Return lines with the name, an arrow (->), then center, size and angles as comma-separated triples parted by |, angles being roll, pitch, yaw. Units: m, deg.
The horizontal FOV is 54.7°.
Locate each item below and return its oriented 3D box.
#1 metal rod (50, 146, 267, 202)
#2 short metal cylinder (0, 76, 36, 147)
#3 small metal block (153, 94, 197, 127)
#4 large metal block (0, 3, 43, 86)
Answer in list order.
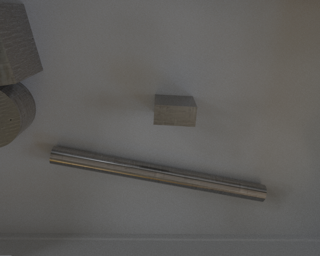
metal rod -> 0.001, 0.065, 0.435 | 0.302, 0.025, 0.025 | 11, 110, -5
short metal cylinder -> -0.205, -0.021, 0.387 | 0.081, 0.050, 0.079 | 0, 110, -1
small metal block -> 0.018, -0.023, 0.390 | 0.050, 0.050, 0.025 | 3, 110, -2
large metal block -> -0.180, -0.093, 0.345 | 0.050, 0.080, 0.079 | -9, 110, 3
